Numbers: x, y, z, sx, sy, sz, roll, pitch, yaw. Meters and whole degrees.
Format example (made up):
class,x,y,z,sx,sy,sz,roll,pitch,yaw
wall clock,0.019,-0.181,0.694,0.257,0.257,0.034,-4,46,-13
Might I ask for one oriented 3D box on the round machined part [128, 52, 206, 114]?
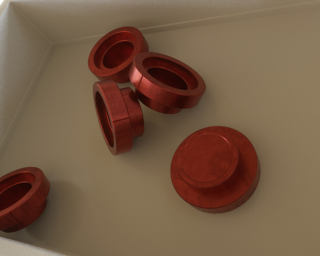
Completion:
class,x,y,z,sx,sy,sz,roll,pitch,yaw
round machined part,0.006,-0.055,0.401,0.098,0.099,0.042,58,135,38

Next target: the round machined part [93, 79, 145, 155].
class,x,y,z,sx,sy,sz,roll,pitch,yaw
round machined part,-0.052,-0.016,0.404,0.042,0.097,0.098,-16,49,-19

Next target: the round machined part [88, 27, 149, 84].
class,x,y,z,sx,sy,sz,roll,pitch,yaw
round machined part,-0.062,-0.110,0.493,0.098,0.042,0.098,-13,56,20

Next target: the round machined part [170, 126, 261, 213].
class,x,y,z,sx,sy,sz,roll,pitch,yaw
round machined part,0.056,0.040,0.340,0.098,0.042,0.098,-13,56,20

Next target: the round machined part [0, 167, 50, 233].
class,x,y,z,sx,sy,sz,roll,pitch,yaw
round machined part,-0.194,0.100,0.417,0.098,0.042,0.098,-15,30,9
